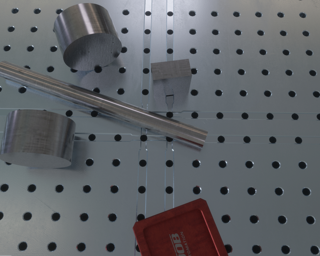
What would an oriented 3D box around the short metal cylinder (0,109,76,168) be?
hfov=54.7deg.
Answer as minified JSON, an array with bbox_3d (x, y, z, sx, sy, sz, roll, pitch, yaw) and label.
[{"bbox_3d":[-0.146,0.016,0.376,0.081,0.080,0.050,1,70,0],"label":"short metal cylinder"}]

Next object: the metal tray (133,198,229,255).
[{"bbox_3d":[0.032,0.157,0.351,0.091,0.030,0.130,-19,71,-7],"label":"metal tray"}]

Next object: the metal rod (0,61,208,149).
[{"bbox_3d":[-0.082,-0.034,0.423,0.301,0.025,0.025,19,71,7],"label":"metal rod"}]

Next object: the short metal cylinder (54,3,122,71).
[{"bbox_3d":[-0.099,-0.123,0.427,0.080,0.080,0.050,-19,71,-7],"label":"short metal cylinder"}]

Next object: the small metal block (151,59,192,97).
[{"bbox_3d":[0.015,-0.067,0.423,0.050,0.050,0.025,-7,71,-3],"label":"small metal block"}]
